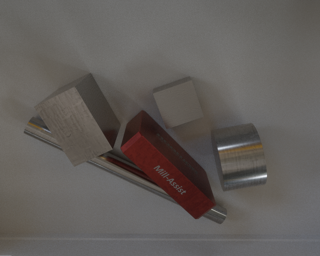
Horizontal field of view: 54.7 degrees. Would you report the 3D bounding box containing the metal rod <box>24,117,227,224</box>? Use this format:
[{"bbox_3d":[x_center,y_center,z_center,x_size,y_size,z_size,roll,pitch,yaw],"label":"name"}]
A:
[{"bbox_3d":[-0.040,0.063,0.433,0.301,0.025,0.025,27,108,-10],"label":"metal rod"}]

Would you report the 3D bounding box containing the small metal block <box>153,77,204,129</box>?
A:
[{"bbox_3d":[0.023,-0.033,0.397,0.050,0.025,0.050,-19,109,6],"label":"small metal block"}]

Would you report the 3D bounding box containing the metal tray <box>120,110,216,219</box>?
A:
[{"bbox_3d":[0.011,0.043,0.390,0.030,0.090,0.130,-42,105,13],"label":"metal tray"}]

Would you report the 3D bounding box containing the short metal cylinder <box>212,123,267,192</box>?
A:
[{"bbox_3d":[0.098,0.037,0.395,0.050,0.080,0.079,-11,110,4],"label":"short metal cylinder"}]

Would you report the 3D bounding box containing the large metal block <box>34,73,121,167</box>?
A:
[{"bbox_3d":[-0.093,-0.013,0.374,0.050,0.080,0.080,-25,109,8],"label":"large metal block"}]
